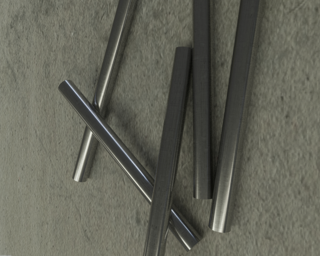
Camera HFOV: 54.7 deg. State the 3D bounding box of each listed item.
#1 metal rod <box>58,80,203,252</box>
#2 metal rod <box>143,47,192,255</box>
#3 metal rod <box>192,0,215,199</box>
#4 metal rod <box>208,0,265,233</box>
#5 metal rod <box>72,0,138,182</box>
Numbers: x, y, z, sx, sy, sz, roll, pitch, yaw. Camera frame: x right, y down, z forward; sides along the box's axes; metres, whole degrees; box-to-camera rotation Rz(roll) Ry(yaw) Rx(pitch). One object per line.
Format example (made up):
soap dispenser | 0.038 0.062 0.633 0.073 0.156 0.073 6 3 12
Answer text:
metal rod | -0.052 0.037 0.425 0.300 0.025 0.025 47 118 22
metal rod | 0.008 0.052 0.368 0.025 0.025 0.298 6 85 39
metal rod | 0.050 -0.069 0.361 0.025 0.025 0.298 0 90 39
metal rod | 0.085 -0.035 0.333 0.025 0.025 0.298 11 97 39
metal rod | -0.087 -0.054 0.474 0.025 0.025 0.298 29 108 36
